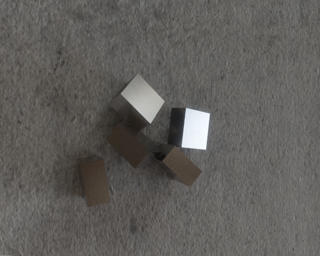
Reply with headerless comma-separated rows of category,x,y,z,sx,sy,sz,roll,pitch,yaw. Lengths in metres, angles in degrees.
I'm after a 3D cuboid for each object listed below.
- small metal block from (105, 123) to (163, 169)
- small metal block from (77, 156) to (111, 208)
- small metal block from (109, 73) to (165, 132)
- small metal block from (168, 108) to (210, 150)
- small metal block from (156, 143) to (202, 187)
small metal block,-0.030,0.022,0.373,0.050,0.050,0.025,43,99,17
small metal block,-0.080,0.061,0.367,0.025,0.050,0.050,-10,94,-20
small metal block,-0.028,-0.032,0.387,0.050,0.025,0.050,46,42,-15
small metal block,0.039,0.002,0.415,0.050,0.025,0.050,9,86,-44
small metal block,0.019,0.047,0.404,0.050,0.050,0.025,44,77,-15
